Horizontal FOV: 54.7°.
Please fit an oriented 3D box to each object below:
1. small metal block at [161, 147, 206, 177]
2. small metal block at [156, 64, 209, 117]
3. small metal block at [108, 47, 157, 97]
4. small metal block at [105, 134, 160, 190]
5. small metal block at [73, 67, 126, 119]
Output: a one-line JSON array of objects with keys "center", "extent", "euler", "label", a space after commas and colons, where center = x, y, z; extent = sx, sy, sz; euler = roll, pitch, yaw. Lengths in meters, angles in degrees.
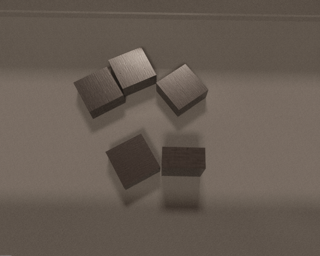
[{"center": [0.027, 0.042, 0.381], "extent": [0.050, 0.050, 0.025], "euler": [1, 70, 0], "label": "small metal block"}, {"center": [0.030, -0.052, 0.429], "extent": [0.050, 0.025, 0.050], "euler": [-35, 74, -12], "label": "small metal block"}, {"center": [-0.038, -0.079, 0.438], "extent": [0.050, 0.025, 0.050], "euler": [-24, 72, -9], "label": "small metal block"}, {"center": [-0.034, 0.043, 0.394], "extent": [0.050, 0.025, 0.050], "euler": [-27, 73, -10], "label": "small metal block"}, {"center": [-0.083, -0.048, 0.426], "extent": [0.050, 0.025, 0.050], "euler": [-28, 73, -10], "label": "small metal block"}]
